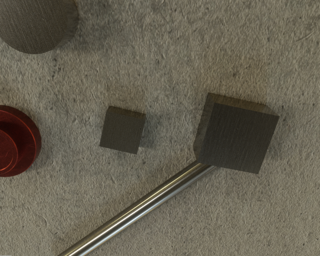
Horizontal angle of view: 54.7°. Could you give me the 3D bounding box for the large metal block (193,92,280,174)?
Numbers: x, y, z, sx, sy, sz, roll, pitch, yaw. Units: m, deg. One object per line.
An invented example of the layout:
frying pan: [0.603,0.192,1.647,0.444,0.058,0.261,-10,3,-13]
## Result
large metal block: [0.094,0.006,0.400,0.081,0.050,0.079,11,110,-5]

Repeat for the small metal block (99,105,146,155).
small metal block: [-0.049,0.003,0.410,0.050,0.025,0.050,13,110,-6]

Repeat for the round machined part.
round machined part: [-0.213,0.022,0.406,0.099,0.042,0.097,0,110,-1]

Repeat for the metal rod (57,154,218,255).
metal rod: [-0.046,0.131,0.457,0.300,0.025,0.025,-36,107,12]

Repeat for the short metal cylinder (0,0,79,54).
short metal cylinder: [-0.138,-0.126,0.348,0.081,0.050,0.079,0,110,-1]
